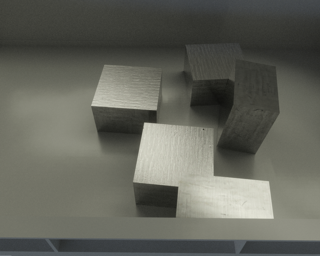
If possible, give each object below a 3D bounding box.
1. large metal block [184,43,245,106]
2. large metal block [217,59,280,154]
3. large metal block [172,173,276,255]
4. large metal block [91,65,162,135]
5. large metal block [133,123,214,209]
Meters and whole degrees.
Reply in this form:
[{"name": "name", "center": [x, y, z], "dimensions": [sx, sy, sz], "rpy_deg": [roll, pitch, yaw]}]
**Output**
[{"name": "large metal block", "center": [0.081, -0.080, 0.457], "dimensions": [0.081, 0.050, 0.080], "rpy_deg": [-3, 50, -3]}, {"name": "large metal block", "center": [0.108, -0.026, 0.390], "dimensions": [0.050, 0.080, 0.080], "rpy_deg": [11, 51, 3]}, {"name": "large metal block", "center": [0.055, 0.089, 0.296], "dimensions": [0.080, 0.080, 0.050], "rpy_deg": [5, 50, 4]}, {"name": "large metal block", "center": [-0.041, -0.039, 0.421], "dimensions": [0.080, 0.050, 0.080], "rpy_deg": [4, 50, 3]}, {"name": "large metal block", "center": [0.017, 0.043, 0.353], "dimensions": [0.080, 0.050, 0.080], "rpy_deg": [5, 50, 4]}]
